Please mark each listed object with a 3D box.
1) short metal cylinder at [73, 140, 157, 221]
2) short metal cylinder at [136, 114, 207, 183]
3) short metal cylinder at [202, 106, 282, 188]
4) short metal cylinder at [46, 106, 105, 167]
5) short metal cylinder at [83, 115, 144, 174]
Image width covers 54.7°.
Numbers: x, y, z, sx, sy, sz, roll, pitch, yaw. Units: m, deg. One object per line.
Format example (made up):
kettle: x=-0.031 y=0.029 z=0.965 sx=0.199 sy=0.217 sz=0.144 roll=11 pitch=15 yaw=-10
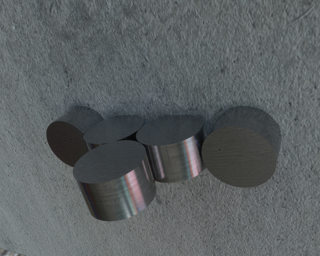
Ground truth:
short metal cylinder: x=-0.049 y=0.056 z=0.343 sx=0.080 sy=0.080 sz=0.050 roll=1 pitch=120 yaw=28
short metal cylinder: x=0.016 y=0.023 z=0.379 sx=0.080 sy=0.080 sz=0.050 roll=0 pitch=118 yaw=28
short metal cylinder: x=0.094 y=0.021 z=0.355 sx=0.080 sy=0.050 sz=0.079 roll=13 pitch=124 yaw=20
short metal cylinder: x=-0.120 y=0.013 z=0.464 sx=0.080 sy=0.050 sz=0.079 roll=13 pitch=124 yaw=20
short metal cylinder: x=-0.055 y=0.022 z=0.415 sx=0.080 sy=0.080 sz=0.050 roll=0 pitch=119 yaw=28
